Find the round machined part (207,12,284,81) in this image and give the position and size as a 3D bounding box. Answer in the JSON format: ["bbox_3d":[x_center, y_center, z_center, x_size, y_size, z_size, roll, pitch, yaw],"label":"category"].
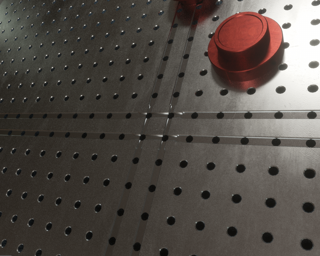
[{"bbox_3d":[0.110,-0.114,0.409,0.098,0.042,0.098,-13,56,20],"label":"round machined part"}]

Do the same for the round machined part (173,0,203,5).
[{"bbox_3d":[0.054,-0.248,0.520,0.098,0.042,0.098,-13,56,20],"label":"round machined part"}]
